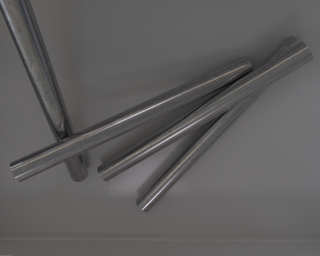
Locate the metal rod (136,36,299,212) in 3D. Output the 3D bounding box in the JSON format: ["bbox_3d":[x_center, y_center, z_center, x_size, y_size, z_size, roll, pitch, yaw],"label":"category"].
[{"bbox_3d":[0.070,0.005,0.413,0.025,0.025,0.299,38,106,-13],"label":"metal rod"}]

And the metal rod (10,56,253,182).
[{"bbox_3d":[-0.027,-0.014,0.368,0.302,0.025,0.025,-25,109,-6],"label":"metal rod"}]

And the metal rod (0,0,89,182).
[{"bbox_3d":[-0.118,-0.037,0.329,0.025,0.025,0.298,-2,136,1],"label":"metal rod"}]

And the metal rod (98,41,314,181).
[{"bbox_3d":[0.043,-0.012,0.391,0.300,0.025,0.025,-32,107,17],"label":"metal rod"}]
